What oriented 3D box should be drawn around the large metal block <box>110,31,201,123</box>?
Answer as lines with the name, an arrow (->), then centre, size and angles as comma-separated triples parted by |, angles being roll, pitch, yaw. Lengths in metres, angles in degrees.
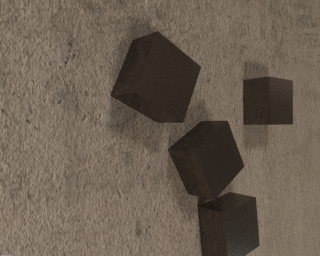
large metal block -> -0.003, -0.059, 0.388 | 0.080, 0.050, 0.080 | 30, 71, -36

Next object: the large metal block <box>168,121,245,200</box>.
large metal block -> 0.069, 0.044, 0.449 | 0.080, 0.050, 0.080 | -38, 114, -34

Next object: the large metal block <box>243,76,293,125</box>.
large metal block -> 0.195, -0.046, 0.555 | 0.081, 0.050, 0.079 | -1, 91, -40

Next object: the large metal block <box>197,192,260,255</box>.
large metal block -> 0.108, 0.153, 0.482 | 0.081, 0.050, 0.079 | -10, 97, -40
